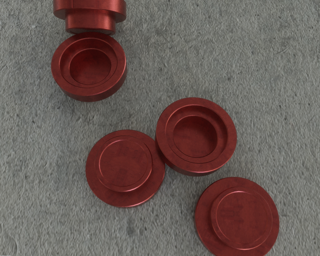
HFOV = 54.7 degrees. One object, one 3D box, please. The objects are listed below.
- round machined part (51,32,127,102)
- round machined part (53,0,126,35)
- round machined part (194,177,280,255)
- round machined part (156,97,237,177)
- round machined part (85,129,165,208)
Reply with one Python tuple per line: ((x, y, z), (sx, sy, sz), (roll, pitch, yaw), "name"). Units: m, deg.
((-0.094, -0.080, 0.427), (0.099, 0.042, 0.098), (0, 70, 0), "round machined part")
((-0.096, -0.154, 0.431), (0.099, 0.098, 0.042), (1, 97, 0), "round machined part")
((0.090, 0.105, 0.361), (0.099, 0.042, 0.098), (0, 70, 0), "round machined part")
((0.043, 0.014, 0.391), (0.099, 0.042, 0.098), (2, 67, -5), "round machined part")
((-0.043, 0.047, 0.381), (0.099, 0.042, 0.098), (0, 70, 0), "round machined part")
